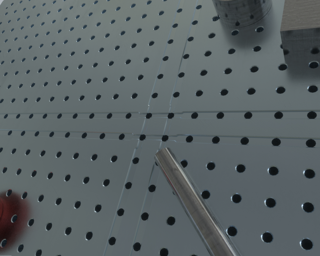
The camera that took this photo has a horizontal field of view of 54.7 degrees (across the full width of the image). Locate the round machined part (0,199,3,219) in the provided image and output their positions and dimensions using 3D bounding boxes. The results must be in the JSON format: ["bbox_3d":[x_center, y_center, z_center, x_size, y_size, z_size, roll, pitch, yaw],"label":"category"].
[{"bbox_3d":[-0.277,0.127,0.462,0.098,0.042,0.098,-13,56,20],"label":"round machined part"}]

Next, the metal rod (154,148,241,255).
[{"bbox_3d":[0.068,0.131,0.291,0.025,0.025,0.300,-36,51,4],"label":"metal rod"}]

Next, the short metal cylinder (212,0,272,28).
[{"bbox_3d":[0.117,-0.194,0.449,0.080,0.050,0.080,-13,56,21],"label":"short metal cylinder"}]

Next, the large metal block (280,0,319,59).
[{"bbox_3d":[0.194,-0.133,0.372,0.080,0.050,0.080,3,63,29],"label":"large metal block"}]
